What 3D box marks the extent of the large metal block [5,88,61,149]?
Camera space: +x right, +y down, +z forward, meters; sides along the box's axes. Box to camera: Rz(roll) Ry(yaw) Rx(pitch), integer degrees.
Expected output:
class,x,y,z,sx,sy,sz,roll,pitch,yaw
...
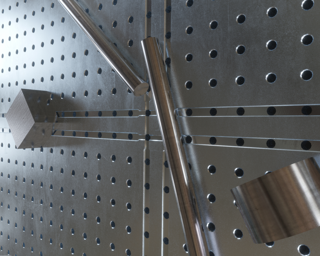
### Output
class,x,y,z,sx,sy,sz,roll,pitch,yaw
large metal block,-0.244,-0.017,0.591,0.080,0.050,0.080,-45,63,30

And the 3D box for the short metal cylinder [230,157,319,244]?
class,x,y,z,sx,sy,sz,roll,pitch,yaw
short metal cylinder,0.112,0.065,0.281,0.080,0.081,0.050,-33,70,35

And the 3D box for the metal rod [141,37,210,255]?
class,x,y,z,sx,sy,sz,roll,pitch,yaw
metal rod,0.019,0.026,0.392,0.025,0.025,0.299,-21,77,38

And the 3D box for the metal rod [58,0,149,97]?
class,x,y,z,sx,sy,sz,roll,pitch,yaw
metal rod,-0.109,-0.157,0.496,0.300,0.025,0.025,51,120,27
